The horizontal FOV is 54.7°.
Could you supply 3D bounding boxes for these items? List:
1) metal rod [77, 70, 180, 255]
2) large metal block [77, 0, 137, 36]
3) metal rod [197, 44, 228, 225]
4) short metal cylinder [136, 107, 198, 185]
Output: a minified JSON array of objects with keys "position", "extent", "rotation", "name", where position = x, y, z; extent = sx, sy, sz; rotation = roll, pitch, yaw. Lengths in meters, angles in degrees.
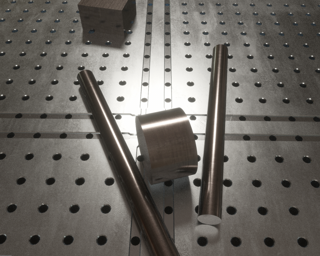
[{"position":[-0.052,0.026,0.384],"extent":[0.025,0.025,0.300],"rotation":[-19,53,-16],"name":"metal rod"},{"position":[-0.095,-0.221,0.576],"extent":[0.080,0.050,0.080],"rotation":[10,51,8],"name":"large metal block"},{"position":[0.077,-0.016,0.422],"extent":[0.025,0.025,0.300],"rotation":[7,50,6],"name":"metal rod"},{"position":[0.005,0.020,0.355],"extent":[0.050,0.080,0.080],"rotation":[-12,51,-10],"name":"short metal cylinder"}]
